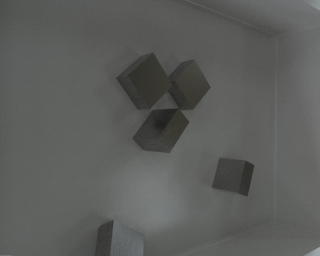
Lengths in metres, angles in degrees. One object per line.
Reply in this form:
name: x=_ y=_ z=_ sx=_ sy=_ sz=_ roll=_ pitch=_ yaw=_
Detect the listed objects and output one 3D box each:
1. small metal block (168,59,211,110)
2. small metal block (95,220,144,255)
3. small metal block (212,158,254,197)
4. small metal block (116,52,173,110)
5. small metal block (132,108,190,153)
small metal block: x=0.039 y=-0.061 z=0.439 sx=0.050 sy=0.025 sz=0.050 roll=-50 pitch=120 yaw=-28
small metal block: x=-0.045 y=0.141 z=0.354 sx=0.050 sy=0.025 sz=0.050 roll=39 pitch=33 yaw=-33
small metal block: x=0.115 y=0.076 z=0.486 sx=0.025 sy=0.050 sz=0.050 roll=27 pitch=73 yaw=-37
small metal block: x=-0.019 y=-0.059 z=0.391 sx=0.050 sy=0.025 sz=0.050 roll=-48 pitch=119 yaw=-29
small metal block: x=0.001 y=0.003 z=0.391 sx=0.025 sy=0.050 sz=0.050 roll=50 pitch=61 yaw=-29
